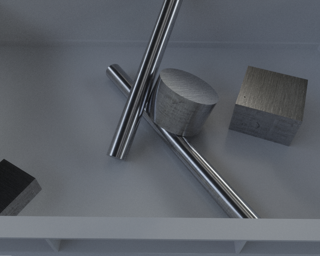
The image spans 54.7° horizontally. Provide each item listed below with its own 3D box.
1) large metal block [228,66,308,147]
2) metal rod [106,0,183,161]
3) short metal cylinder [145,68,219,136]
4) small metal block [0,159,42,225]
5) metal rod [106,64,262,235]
[{"bbox_3d":[0.146,-0.031,0.417,0.080,0.050,0.080,17,52,13],"label":"large metal block"},{"bbox_3d":[-0.007,-0.102,0.410,0.025,0.025,0.299,16,77,12],"label":"metal rod"},{"bbox_3d":[0.028,-0.034,0.398,0.080,0.050,0.080,19,32,-12],"label":"short metal cylinder"},{"bbox_3d":[-0.172,0.070,0.344,0.050,0.025,0.050,25,54,19],"label":"small metal block"},{"bbox_3d":[0.012,0.007,0.399,0.025,0.025,0.300,-27,55,-21],"label":"metal rod"}]
